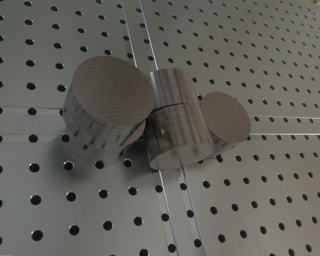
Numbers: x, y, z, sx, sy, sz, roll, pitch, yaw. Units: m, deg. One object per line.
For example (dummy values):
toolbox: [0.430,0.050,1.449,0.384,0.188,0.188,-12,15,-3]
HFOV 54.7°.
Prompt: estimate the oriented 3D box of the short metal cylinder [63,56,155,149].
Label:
short metal cylinder: [-0.053,-0.025,0.313,0.081,0.050,0.080,14,56,-21]

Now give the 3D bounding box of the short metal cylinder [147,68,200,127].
short metal cylinder: [0.009,-0.032,0.397,0.081,0.080,0.050,1,62,-28]

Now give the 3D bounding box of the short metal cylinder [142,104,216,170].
short metal cylinder: [0.021,0.013,0.376,0.081,0.080,0.050,-1,63,-29]

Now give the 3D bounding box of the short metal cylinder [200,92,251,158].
short metal cylinder: [0.079,-0.004,0.436,0.081,0.050,0.080,14,56,-21]

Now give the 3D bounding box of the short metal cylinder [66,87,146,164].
short metal cylinder: [-0.063,-0.004,0.360,0.081,0.050,0.080,14,56,-21]
